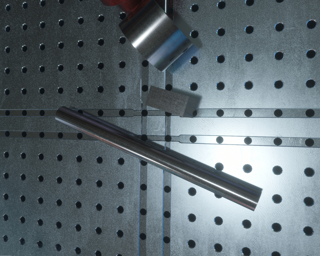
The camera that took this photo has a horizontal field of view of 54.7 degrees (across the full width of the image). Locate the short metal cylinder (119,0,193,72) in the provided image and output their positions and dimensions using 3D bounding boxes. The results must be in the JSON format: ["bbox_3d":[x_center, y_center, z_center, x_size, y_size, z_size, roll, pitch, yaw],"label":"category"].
[{"bbox_3d":[-0.004,-0.117,0.384,0.050,0.080,0.080,-41,77,15],"label":"short metal cylinder"}]

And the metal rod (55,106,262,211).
[{"bbox_3d":[-0.015,0.034,0.417,0.301,0.025,0.025,22,97,18],"label":"metal rod"}]

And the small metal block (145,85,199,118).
[{"bbox_3d":[0.016,-0.032,0.393,0.050,0.050,0.025,19,96,18],"label":"small metal block"}]

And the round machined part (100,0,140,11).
[{"bbox_3d":[-0.036,-0.191,0.399,0.098,0.042,0.098,-19,49,23],"label":"round machined part"}]
